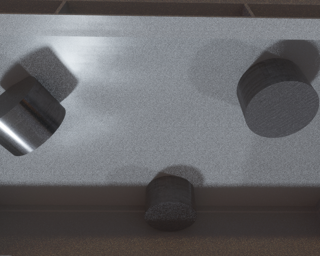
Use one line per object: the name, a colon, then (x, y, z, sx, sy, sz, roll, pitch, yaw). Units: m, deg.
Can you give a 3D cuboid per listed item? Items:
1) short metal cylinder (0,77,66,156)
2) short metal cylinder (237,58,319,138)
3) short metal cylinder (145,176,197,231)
short metal cylinder: (-0.159, -0.014, 0.359, 0.080, 0.080, 0.050, -23, 126, 18)
short metal cylinder: (0.136, -0.034, 0.364, 0.081, 0.050, 0.079, 0, 130, 0)
short metal cylinder: (0.016, 0.122, 0.496, 0.081, 0.050, 0.079, 0, 130, 0)
